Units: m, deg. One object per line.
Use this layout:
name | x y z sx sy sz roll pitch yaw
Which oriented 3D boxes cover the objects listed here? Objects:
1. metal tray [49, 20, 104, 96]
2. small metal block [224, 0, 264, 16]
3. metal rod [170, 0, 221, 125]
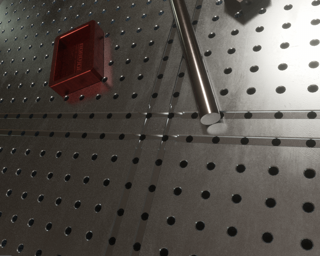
metal tray | -0.149 -0.128 0.558 0.090 0.030 0.130 -18 55 17
small metal block | 0.128 -0.204 0.466 0.050 0.025 0.050 -37 51 3
metal rod | 0.043 -0.133 0.466 0.025 0.025 0.299 -20 54 16
